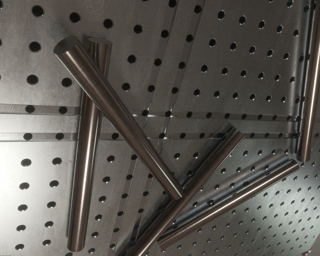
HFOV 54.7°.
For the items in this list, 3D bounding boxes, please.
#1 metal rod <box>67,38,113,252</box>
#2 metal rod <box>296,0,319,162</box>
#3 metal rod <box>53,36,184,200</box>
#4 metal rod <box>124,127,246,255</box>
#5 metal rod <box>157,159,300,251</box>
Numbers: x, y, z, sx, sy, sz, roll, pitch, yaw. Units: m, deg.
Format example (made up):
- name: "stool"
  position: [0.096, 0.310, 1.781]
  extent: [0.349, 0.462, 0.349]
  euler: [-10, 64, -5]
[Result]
- name: "metal rod"
  position: [-0.092, 0.040, 0.386]
  extent: [0.025, 0.025, 0.298]
  euler: [-2, 119, -28]
- name: "metal rod"
  position: [0.252, -0.060, 0.515]
  extent: [0.025, 0.025, 0.298]
  euler: [-23, 127, -15]
- name: "metal rod"
  position: [-0.029, 0.014, 0.383]
  extent: [0.025, 0.025, 0.299]
  euler: [-36, 136, -4]
- name: "metal rod"
  position: [0.032, 0.121, 0.505]
  extent: [0.025, 0.025, 0.299]
  euler: [32, 100, -39]
- name: "metal rod"
  position: [0.129, 0.136, 0.568]
  extent: [0.302, 0.025, 0.025]
  euler: [-26, 128, -13]
